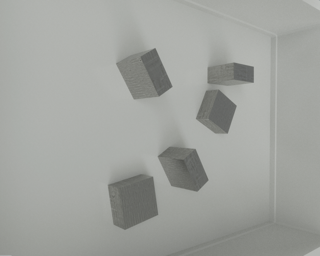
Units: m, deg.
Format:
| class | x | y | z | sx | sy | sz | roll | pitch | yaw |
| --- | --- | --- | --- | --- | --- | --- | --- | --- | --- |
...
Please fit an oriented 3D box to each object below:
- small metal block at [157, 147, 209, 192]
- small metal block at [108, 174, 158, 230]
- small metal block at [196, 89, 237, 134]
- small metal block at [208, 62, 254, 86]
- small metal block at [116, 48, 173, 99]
| class | x | y | z | sx | sy | sz | roll | pitch | yaw |
| --- | --- | --- | --- | --- | --- | --- | --- | --- | --- |
| small metal block | 0.031 | 0.054 | 0.416 | 0.025 | 0.050 | 0.050 | -37 | 113 | -34 |
| small metal block | -0.032 | 0.089 | 0.379 | 0.050 | 0.025 | 0.050 | -12 | 98 | -39 |
| small metal block | 0.088 | -0.024 | 0.480 | 0.050 | 0.025 | 0.050 | 34 | 69 | -35 |
| small metal block | 0.110 | -0.082 | 0.482 | 0.050 | 0.050 | 0.025 | 0 | 90 | -40 |
| small metal block | -0.019 | -0.064 | 0.374 | 0.025 | 0.050 | 0.050 | -40 | 114 | -33 |
